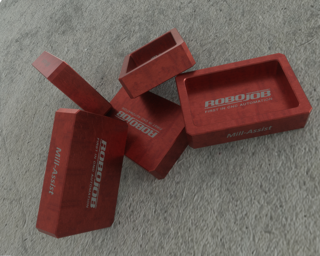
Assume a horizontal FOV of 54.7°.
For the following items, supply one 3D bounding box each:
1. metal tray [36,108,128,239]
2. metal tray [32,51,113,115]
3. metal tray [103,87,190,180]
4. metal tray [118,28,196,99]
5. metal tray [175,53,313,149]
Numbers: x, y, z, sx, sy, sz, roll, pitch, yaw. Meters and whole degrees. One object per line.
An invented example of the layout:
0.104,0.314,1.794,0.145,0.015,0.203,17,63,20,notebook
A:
-0.083,0.049,0.350,0.030,0.090,0.129,6,85,31,metal tray
-0.130,-0.063,0.449,0.030,0.090,0.130,-49,35,-6,metal tray
-0.023,-0.001,0.413,0.130,0.030,0.090,29,77,37,metal tray
-0.006,-0.093,0.423,0.090,0.030,0.130,-27,23,10,metal tray
0.089,-0.033,0.354,0.131,0.030,0.090,-11,55,4,metal tray
